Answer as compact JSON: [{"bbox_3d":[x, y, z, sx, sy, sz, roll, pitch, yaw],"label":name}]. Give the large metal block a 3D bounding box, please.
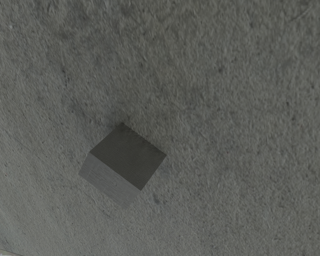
[{"bbox_3d":[-0.050,0.050,0.427,0.080,0.080,0.050,37,129,3],"label":"large metal block"}]
